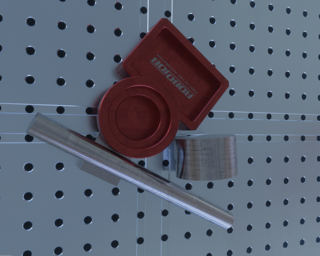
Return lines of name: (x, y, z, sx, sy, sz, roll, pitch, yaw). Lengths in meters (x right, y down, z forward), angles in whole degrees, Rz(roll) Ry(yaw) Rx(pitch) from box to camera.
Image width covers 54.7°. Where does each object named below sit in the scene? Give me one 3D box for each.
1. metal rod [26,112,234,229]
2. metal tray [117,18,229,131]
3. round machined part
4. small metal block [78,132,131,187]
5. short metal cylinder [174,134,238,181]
metal rod: (-0.017, 0.065, 0.386, 0.301, 0.025, 0.025, 32, 80, -26)
metal tray: (0.020, -0.069, 0.418, 0.130, 0.030, 0.090, 42, 76, -15)
round machined part: (-0.029, -0.013, 0.385, 0.099, 0.042, 0.097, 0, 90, -18)
small metal block: (-0.067, 0.038, 0.389, 0.050, 0.025, 0.050, 30, 80, -18)
short metal cylinder: (0.059, 0.036, 0.405, 0.081, 0.080, 0.050, -4, 92, -20)
